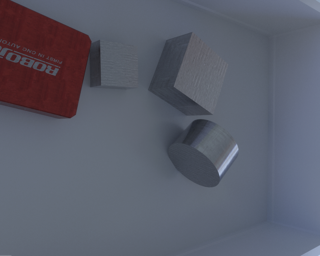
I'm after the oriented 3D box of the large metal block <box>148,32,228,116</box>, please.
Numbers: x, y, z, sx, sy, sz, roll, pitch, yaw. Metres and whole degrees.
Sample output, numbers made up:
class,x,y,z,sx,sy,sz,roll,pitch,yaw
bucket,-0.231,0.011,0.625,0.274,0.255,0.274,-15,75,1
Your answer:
class,x,y,z,sx,sy,sz,roll,pitch,yaw
large metal block,0.041,-0.070,0.427,0.080,0.050,0.080,30,71,-36

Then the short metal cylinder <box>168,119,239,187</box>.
class,x,y,z,sx,sy,sz,roll,pitch,yaw
short metal cylinder,0.059,0.035,0.423,0.050,0.080,0.080,-47,118,-30

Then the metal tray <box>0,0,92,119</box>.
class,x,y,z,sx,sy,sz,roll,pitch,yaw
metal tray,-0.137,-0.066,0.290,0.131,0.030,0.090,16,80,-39

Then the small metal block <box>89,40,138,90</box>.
class,x,y,z,sx,sy,sz,roll,pitch,yaw
small metal block,-0.054,-0.072,0.363,0.050,0.025,0.050,-2,92,-40
